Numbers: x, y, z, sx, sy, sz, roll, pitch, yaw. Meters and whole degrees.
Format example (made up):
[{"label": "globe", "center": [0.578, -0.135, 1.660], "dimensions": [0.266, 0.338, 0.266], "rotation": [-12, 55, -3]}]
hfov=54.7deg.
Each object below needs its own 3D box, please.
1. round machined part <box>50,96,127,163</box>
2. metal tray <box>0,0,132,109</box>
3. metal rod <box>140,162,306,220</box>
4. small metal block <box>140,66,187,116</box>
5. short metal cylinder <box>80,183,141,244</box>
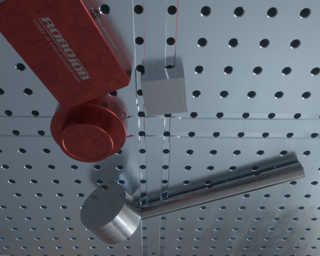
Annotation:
[{"label": "round machined part", "center": [-0.094, 0.008, 0.406], "dimensions": [0.099, 0.042, 0.097], "rotation": [-1, 130, 0]}, {"label": "metal tray", "center": [-0.099, -0.089, 0.331], "dimensions": [0.090, 0.030, 0.130], "rotation": [-20, 128, 15]}, {"label": "metal rod", "center": [0.077, 0.109, 0.505], "dimensions": [0.301, 0.025, 0.025], "rotation": [-19, 128, 14]}, {"label": "small metal block", "center": [0.006, -0.044, 0.375], "dimensions": [0.050, 0.025, 0.050], "rotation": [-6, 130, 4]}, {"label": "short metal cylinder", "center": [-0.077, 0.134, 0.489], "dimensions": [0.080, 0.080, 0.050], "rotation": [-20, 128, 16]}]
